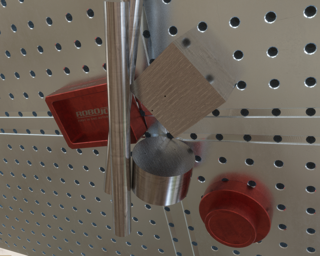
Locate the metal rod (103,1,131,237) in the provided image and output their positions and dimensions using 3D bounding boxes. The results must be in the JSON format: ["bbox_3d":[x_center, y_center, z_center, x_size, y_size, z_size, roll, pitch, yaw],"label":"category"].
[{"bbox_3d":[-0.048,0.009,0.368,0.025,0.025,0.298,13,118,21],"label":"metal rod"}]

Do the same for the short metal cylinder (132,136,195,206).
[{"bbox_3d":[0.002,0.055,0.407,0.080,0.080,0.050,19,126,17],"label":"short metal cylinder"}]

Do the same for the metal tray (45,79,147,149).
[{"bbox_3d":[-0.093,-0.019,0.443,0.130,0.030,0.090,-7,115,30],"label":"metal tray"}]

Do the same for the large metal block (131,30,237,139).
[{"bbox_3d":[0.025,-0.048,0.351,0.080,0.050,0.080,47,129,-5],"label":"large metal block"}]

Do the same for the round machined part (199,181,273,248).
[{"bbox_3d":[0.100,0.124,0.423,0.098,0.042,0.097,13,124,20],"label":"round machined part"}]

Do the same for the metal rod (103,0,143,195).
[{"bbox_3d":[-0.045,-0.049,0.370,0.025,0.025,0.298,17,115,18],"label":"metal rod"}]
